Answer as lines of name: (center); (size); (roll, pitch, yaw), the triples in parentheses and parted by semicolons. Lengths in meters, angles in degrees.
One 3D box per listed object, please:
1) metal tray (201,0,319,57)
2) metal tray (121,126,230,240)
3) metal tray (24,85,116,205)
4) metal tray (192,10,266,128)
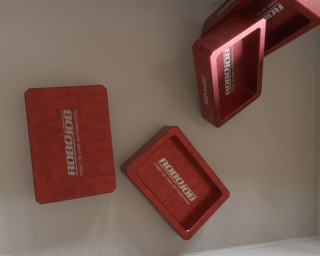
metal tray: (0.125, -0.137, 0.398); (0.090, 0.130, 0.030); (24, 68, -19)
metal tray: (0.023, 0.072, 0.416); (0.090, 0.030, 0.130); (-43, 104, -15)
metal tray: (-0.105, 0.017, 0.369); (0.091, 0.030, 0.129); (-6, 92, -20)
metal tray: (0.092, -0.071, 0.401); (0.090, 0.030, 0.129); (-36, 141, -16)
